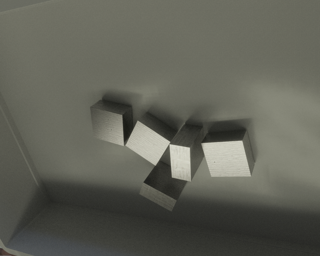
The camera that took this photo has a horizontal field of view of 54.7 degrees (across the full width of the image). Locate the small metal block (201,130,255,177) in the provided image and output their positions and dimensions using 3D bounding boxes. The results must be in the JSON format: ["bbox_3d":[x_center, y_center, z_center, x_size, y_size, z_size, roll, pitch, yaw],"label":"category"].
[{"bbox_3d":[0.084,0.032,0.380,0.050,0.025,0.050,-6,116,30],"label":"small metal block"}]

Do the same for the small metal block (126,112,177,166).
[{"bbox_3d":[-0.012,0.015,0.419,0.050,0.025,0.050,33,129,5],"label":"small metal block"}]

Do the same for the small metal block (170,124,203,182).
[{"bbox_3d":[0.035,0.030,0.390,0.025,0.050,0.050,9,122,23],"label":"small metal block"}]

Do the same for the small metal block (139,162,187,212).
[{"bbox_3d":[0.007,0.080,0.434,0.050,0.050,0.025,27,128,10],"label":"small metal block"}]

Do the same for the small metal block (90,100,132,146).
[{"bbox_3d":[-0.067,-0.008,0.434,0.050,0.025,0.050,14,124,20],"label":"small metal block"}]
